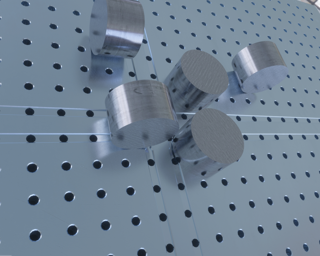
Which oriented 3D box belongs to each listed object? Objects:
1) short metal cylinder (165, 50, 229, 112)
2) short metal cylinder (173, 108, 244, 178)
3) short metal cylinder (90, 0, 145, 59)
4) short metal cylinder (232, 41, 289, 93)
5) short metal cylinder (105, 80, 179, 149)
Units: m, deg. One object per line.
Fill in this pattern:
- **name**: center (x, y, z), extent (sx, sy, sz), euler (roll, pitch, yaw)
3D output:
- **short metal cylinder**: center (0.055, -0.070, 0.467), extent (0.081, 0.050, 0.080), euler (14, 56, -21)
- **short metal cylinder**: center (0.064, 0.020, 0.416), extent (0.081, 0.050, 0.080), euler (14, 56, -21)
- **short metal cylinder**: center (-0.061, -0.138, 0.425), extent (0.050, 0.080, 0.080), euler (0, 62, -29)
- **short metal cylinder**: center (0.170, -0.102, 0.529), extent (0.081, 0.080, 0.050), euler (-1, 62, -29)
- **short metal cylinder**: center (-0.022, -0.014, 0.371), extent (0.081, 0.080, 0.050), euler (0, 62, -29)
